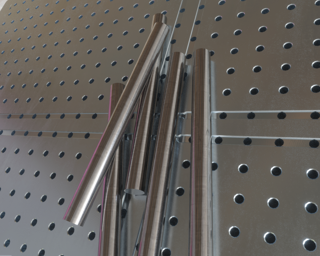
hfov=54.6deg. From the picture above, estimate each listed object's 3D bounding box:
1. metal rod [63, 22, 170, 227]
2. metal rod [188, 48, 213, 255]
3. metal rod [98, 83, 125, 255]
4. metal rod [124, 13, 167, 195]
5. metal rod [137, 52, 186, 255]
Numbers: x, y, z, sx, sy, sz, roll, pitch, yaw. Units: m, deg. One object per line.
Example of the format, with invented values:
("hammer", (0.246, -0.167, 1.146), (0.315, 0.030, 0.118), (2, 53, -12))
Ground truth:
("metal rod", (-0.049, -0.020, 0.413), (0.025, 0.025, 0.300), (8, 66, 32))
("metal rod", (0.049, 0.025, 0.367), (0.025, 0.025, 0.300), (-9, 57, 23))
("metal rod", (-0.060, 0.065, 0.401), (0.025, 0.025, 0.300), (-15, 55, 20))
("metal rod", (-0.016, -0.053, 0.449), (0.025, 0.025, 0.300), (-8, 58, 24))
("metal rod", (0.005, 0.027, 0.389), (0.025, 0.025, 0.300), (-5, 59, 26))
